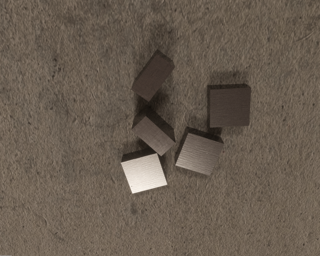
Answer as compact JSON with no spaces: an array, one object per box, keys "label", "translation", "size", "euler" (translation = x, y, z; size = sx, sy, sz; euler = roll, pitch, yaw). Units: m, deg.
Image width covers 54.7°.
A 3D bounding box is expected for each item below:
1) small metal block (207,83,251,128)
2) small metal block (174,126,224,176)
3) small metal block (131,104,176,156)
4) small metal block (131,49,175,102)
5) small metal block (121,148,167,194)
[{"label":"small metal block","translation":[0.088,-0.029,0.400],"size":[0.050,0.025,0.050],"euler":[-3,110,0]},{"label":"small metal block","translation":[0.052,0.031,0.422],"size":[0.050,0.025,0.050],"euler":[18,109,-7]},{"label":"small metal block","translation":[-0.008,0.002,0.397],"size":[0.050,0.050,0.025],"euler":[42,105,-14]},{"label":"small metal block","translation":[-0.008,-0.065,0.373],"size":[0.025,0.050,0.050],"euler":[35,106,-12]},{"label":"small metal block","translation":[-0.021,0.058,0.431],"size":[0.050,0.025,0.050],"euler":[-15,110,5]}]
